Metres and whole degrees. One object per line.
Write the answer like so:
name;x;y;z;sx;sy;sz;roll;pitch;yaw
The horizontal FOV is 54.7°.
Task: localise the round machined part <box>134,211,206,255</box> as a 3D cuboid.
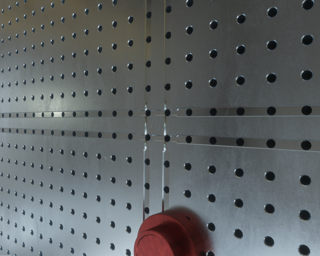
round machined part;0.005;0.158;0.392;0.098;0.042;0.097;0;90;39
